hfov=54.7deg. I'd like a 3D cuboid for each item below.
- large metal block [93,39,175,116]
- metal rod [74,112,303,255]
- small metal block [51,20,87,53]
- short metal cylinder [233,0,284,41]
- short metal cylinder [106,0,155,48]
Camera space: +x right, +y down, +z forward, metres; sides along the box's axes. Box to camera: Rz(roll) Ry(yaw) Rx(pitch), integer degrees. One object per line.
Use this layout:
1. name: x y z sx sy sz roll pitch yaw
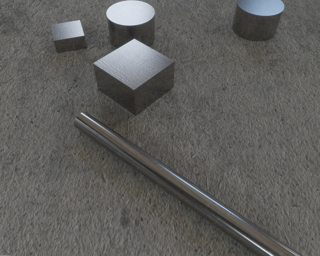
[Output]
1. large metal block: -0.036 -0.076 0.450 0.080 0.050 0.080 35 58 25
2. metal rod: 0.014 0.062 0.351 0.300 0.025 0.025 31 57 23
3. small metal block: -0.157 -0.158 0.534 0.050 0.025 0.050 -14 52 -12
4. short metal cylinder: 0.175 -0.201 0.558 0.081 0.050 0.080 0 50 0
5. short metal cylinder: -0.049 -0.177 0.535 0.081 0.050 0.080 0 50 0
